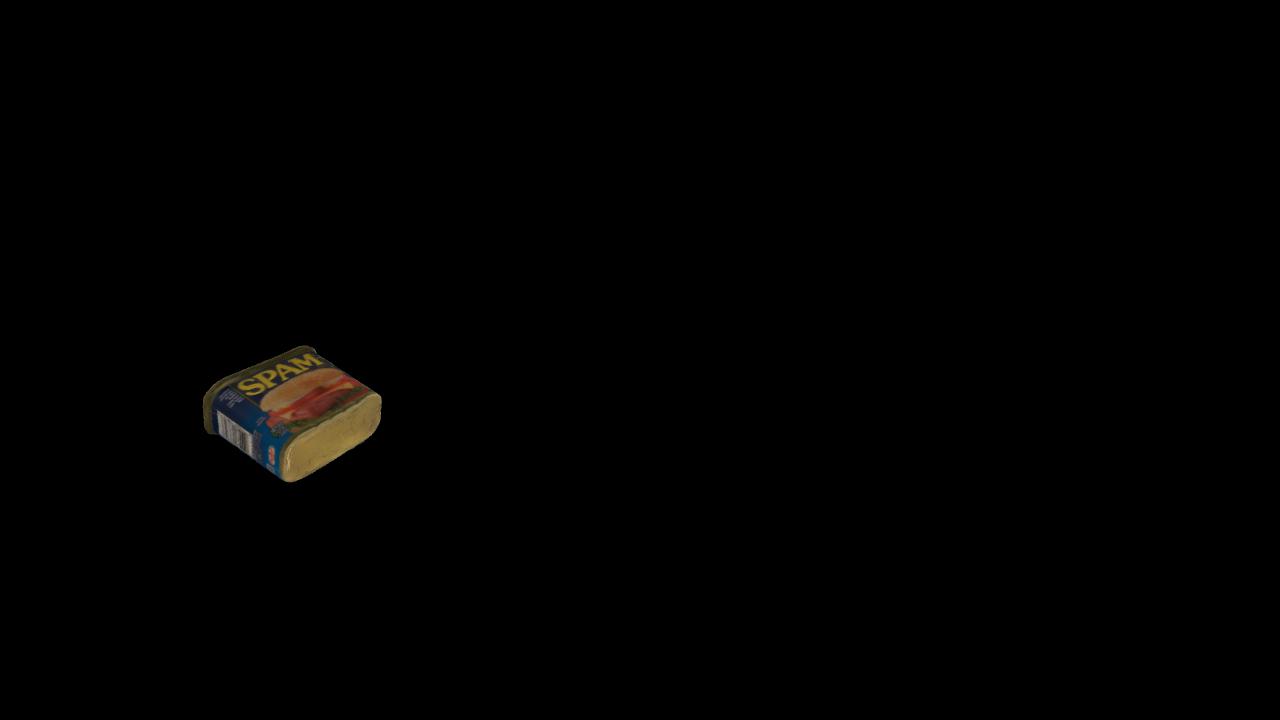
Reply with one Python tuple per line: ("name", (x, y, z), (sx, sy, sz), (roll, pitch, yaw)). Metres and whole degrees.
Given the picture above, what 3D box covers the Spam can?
("Spam can", (-0.282, 0.044, 0.509), (0.085, 0.058, 0.101), (30, 34, 13))
